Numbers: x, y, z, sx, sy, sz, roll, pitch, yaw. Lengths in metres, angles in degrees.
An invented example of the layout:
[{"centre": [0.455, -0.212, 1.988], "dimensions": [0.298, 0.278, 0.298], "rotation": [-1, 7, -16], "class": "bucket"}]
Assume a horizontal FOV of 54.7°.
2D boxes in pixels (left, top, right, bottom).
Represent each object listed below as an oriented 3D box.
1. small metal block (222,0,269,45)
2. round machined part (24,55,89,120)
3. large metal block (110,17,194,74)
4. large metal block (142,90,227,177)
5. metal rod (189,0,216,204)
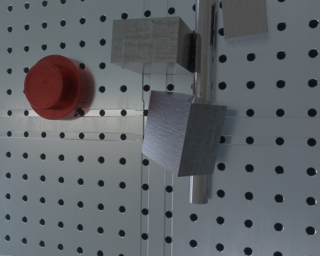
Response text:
[{"centre": [0.104, -0.133, 0.376], "dimensions": [0.050, 0.025, 0.050], "rotation": [-4, 89, 20], "class": "small metal block"}, {"centre": [-0.160, -0.061, 0.460], "dimensions": [0.098, 0.042, 0.097], "rotation": [0, 90, 20], "class": "round machined part"}, {"centre": [-0.005, -0.098, 0.385], "dimensions": [0.080, 0.080, 0.050], "rotation": [4, 92, 20], "class": "large metal block"}, {"centre": [0.025, 0.003, 0.365], "dimensions": [0.080, 0.050, 0.079], "rotation": [27, 111, 54], "class": "large metal block"}, {"centre": [0.054, -0.055, 0.393], "dimensions": [0.025, 0.025, 0.298], "rotation": [2, 91, 20], "class": "metal rod"}]
